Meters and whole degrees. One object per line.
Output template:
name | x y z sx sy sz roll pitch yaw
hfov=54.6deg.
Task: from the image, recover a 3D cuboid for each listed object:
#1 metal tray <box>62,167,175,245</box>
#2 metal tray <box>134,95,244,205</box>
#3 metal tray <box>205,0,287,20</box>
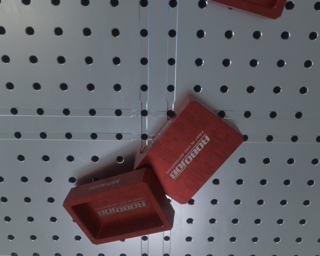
metal tray | -0.056 0.112 0.432 0.130 0.030 0.090 -18 117 19
metal tray | 0.037 0.032 0.423 0.090 0.030 0.130 35 106 -12
metal tray | 0.109 -0.196 0.339 0.090 0.030 0.129 14 109 -6
